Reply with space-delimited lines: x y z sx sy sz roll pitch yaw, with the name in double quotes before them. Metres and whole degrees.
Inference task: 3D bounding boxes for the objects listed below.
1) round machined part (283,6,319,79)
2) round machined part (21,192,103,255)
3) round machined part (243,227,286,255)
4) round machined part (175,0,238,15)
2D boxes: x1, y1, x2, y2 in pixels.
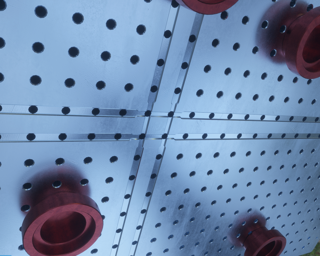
"round machined part" 0.216 -0.123 0.441 0.099 0.042 0.097 -14 124 -21
"round machined part" -0.128 0.123 0.406 0.099 0.042 0.097 -14 124 -21
"round machined part" 0.224 0.259 0.681 0.099 0.042 0.097 -14 124 -21
"round machined part" 0.047 -0.171 0.319 0.099 0.042 0.097 -14 124 -21
